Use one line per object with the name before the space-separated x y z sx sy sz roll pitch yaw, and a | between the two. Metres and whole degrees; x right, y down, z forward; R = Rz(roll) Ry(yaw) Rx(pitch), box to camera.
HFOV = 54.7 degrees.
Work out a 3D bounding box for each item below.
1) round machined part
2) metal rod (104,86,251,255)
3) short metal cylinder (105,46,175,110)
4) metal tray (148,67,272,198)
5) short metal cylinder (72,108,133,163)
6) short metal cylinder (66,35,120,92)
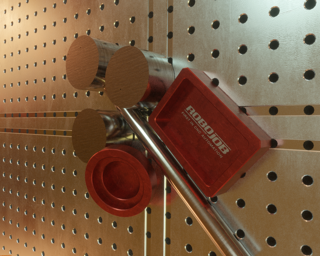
round machined part | -0.049 0.068 0.425 0.098 0.042 0.097 6 107 19
metal rod | 0.008 0.043 0.403 0.300 0.025 0.025 52 120 27
short metal cylinder | -0.028 -0.065 0.415 0.080 0.050 0.080 0 90 40
metal tray | 0.051 0.003 0.363 0.130 0.030 0.090 51 120 27
short metal cylinder | -0.087 0.011 0.465 0.080 0.050 0.080 0 90 40
short metal cylinder | -0.100 -0.097 0.476 0.080 0.050 0.080 0 90 40
